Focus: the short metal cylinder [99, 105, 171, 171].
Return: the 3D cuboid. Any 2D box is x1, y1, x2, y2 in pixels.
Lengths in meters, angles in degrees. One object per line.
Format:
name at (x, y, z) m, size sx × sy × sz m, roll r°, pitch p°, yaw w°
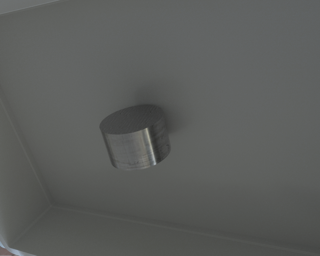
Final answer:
short metal cylinder at (-0.030, 0.010, 0.392) m, size 0.080 × 0.080 × 0.050 m, roll 2°, pitch 119°, yaw 27°
